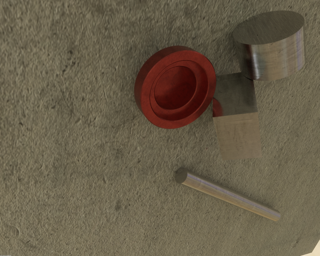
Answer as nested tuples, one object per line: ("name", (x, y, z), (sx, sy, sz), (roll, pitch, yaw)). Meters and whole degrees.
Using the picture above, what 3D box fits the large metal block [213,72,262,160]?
("large metal block", (0.101, -0.016, 0.404), (0.050, 0.080, 0.080), (-7, 134, 16))

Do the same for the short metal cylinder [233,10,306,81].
("short metal cylinder", (0.135, -0.102, 0.382), (0.080, 0.080, 0.050), (-31, 129, -9))

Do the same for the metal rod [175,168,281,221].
("metal rod", (0.137, 0.128, 0.561), (0.301, 0.025, 0.025), (28, 103, -38))

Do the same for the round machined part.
("round machined part", (0.015, -0.051, 0.373), (0.099, 0.042, 0.097), (-14, 124, -21))
